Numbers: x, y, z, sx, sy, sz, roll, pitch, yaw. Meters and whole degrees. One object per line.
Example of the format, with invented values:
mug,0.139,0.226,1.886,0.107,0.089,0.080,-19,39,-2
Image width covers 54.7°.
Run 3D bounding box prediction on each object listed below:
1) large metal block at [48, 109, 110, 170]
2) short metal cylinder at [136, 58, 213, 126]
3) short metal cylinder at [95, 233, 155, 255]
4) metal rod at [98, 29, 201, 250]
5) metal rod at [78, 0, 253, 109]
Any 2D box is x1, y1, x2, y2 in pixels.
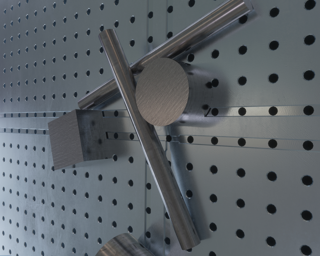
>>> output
large metal block,-0.133,0.020,0.503,0.080,0.050,0.080,-19,78,38
short metal cylinder,0.017,-0.042,0.379,0.080,0.050,0.079,0,90,40
short metal cylinder,-0.048,0.190,0.413,0.050,0.081,0.079,29,108,36
metal rod,-0.017,0.007,0.402,0.025,0.025,0.299,-29,78,36
metal rod,-0.016,-0.087,0.422,0.299,0.025,0.025,-24,75,37
